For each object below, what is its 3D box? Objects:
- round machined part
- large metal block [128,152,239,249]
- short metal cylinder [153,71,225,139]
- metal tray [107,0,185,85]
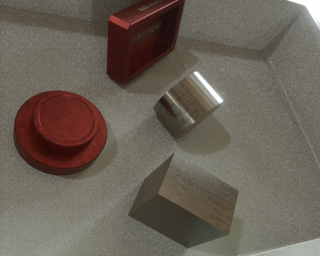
[{"bbox_3d":[-0.105,-0.001,0.339,0.099,0.042,0.098,14,56,-21],"label":"round machined part"},{"bbox_3d":[0.024,0.082,0.335,0.080,0.080,0.050,32,52,-8],"label":"large metal block"},{"bbox_3d":[0.038,-0.030,0.411,0.081,0.080,0.050,-33,80,-38],"label":"short metal cylinder"},{"bbox_3d":[-0.019,-0.128,0.430,0.030,0.089,0.131,31,49,17],"label":"metal tray"}]
